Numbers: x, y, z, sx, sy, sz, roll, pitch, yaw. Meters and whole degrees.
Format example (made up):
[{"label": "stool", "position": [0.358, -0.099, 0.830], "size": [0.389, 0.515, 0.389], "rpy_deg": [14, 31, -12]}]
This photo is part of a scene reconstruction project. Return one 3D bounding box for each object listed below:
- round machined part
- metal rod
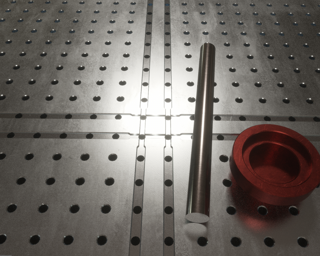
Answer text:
[{"label": "round machined part", "position": [0.130, 0.045, 0.360], "size": [0.099, 0.042, 0.098], "rpy_deg": [0, 50, 0]}, {"label": "metal rod", "position": [0.060, -0.018, 0.423], "size": [0.025, 0.025, 0.300], "rpy_deg": [6, 50, 5]}]
